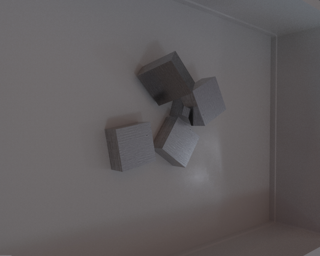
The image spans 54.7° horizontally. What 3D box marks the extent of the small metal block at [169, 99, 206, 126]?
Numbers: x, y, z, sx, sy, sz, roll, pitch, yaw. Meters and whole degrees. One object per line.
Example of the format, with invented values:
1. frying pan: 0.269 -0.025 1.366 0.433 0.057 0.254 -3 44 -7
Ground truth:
1. small metal block: 0.045 -0.034 0.444 0.050 0.025 0.050 22 76 -38

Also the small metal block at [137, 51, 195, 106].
1. small metal block: 0.009 -0.062 0.393 0.050 0.050 0.025 54 34 -27

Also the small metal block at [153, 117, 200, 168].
1. small metal block: 0.022 0.019 0.424 0.050 0.025 0.050 41 65 -32

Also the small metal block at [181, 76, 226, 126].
1. small metal block: 0.059 -0.037 0.424 0.050 0.025 0.050 -35 112 -34

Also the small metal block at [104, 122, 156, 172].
1. small metal block: -0.035 0.021 0.377 0.050 0.025 0.050 -14 99 -39
